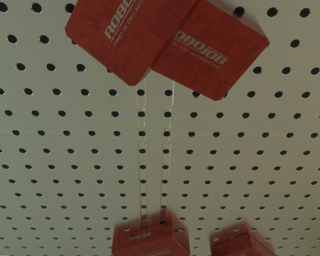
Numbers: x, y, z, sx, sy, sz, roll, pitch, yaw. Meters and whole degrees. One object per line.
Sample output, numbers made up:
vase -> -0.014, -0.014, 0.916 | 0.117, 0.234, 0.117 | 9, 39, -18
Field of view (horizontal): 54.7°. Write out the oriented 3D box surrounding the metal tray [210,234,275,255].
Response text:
metal tray -> 0.178, 0.273, 0.644 | 0.090, 0.030, 0.130 | -32, 124, 24

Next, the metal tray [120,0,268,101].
metal tray -> 0.035, -0.093, 0.330 | 0.131, 0.030, 0.089 | 23, 126, -19

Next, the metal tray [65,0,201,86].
metal tray -> -0.022, -0.115, 0.289 | 0.090, 0.030, 0.129 | 39, 123, -2

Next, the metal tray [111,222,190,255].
metal tray -> -0.017, 0.235, 0.609 | 0.130, 0.030, 0.090 | -21, 127, 16
